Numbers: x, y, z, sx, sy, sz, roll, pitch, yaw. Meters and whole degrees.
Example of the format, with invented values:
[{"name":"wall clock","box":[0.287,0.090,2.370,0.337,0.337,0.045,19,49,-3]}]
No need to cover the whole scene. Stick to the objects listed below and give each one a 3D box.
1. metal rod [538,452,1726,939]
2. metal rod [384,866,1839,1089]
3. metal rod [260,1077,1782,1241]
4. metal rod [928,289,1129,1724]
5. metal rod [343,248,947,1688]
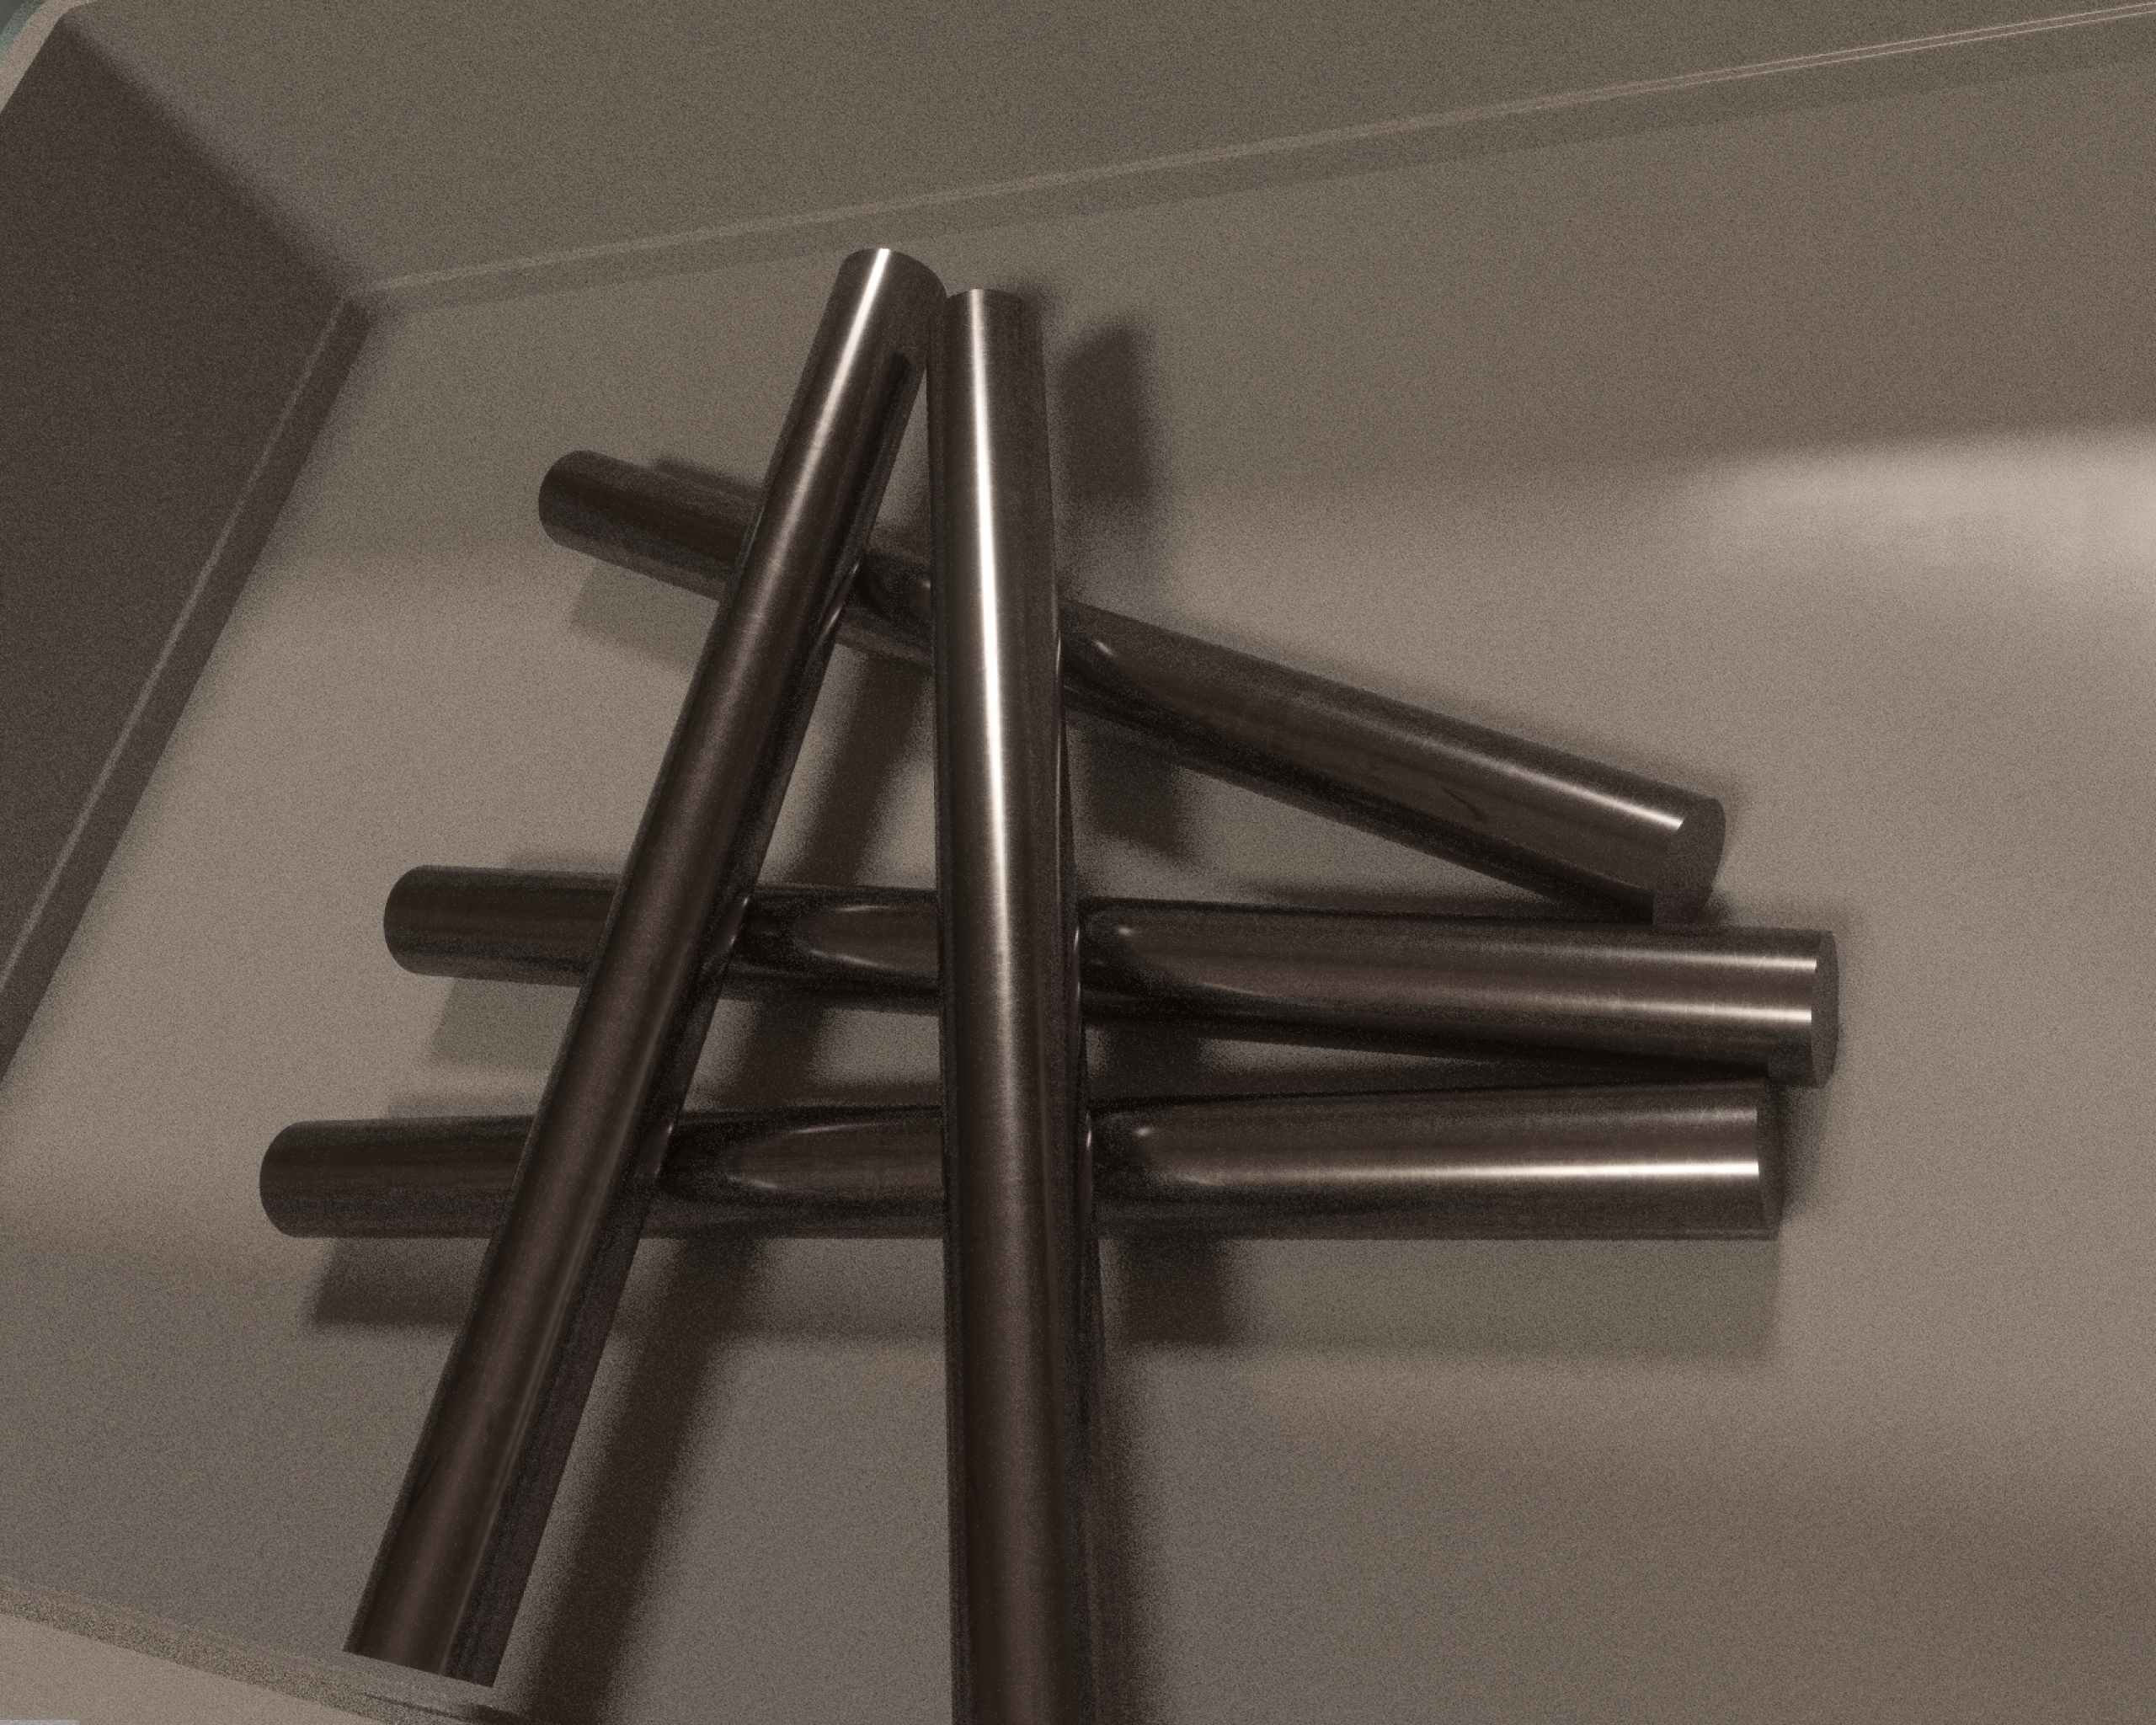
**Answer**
[{"name":"metal rod","box":[-0.011,-0.045,0.435,0.300,0.025,0.025,22,74,35]},{"name":"metal rod","box":[-0.015,0.018,0.399,0.300,0.025,0.025,2,63,28]},{"name":"metal rod","box":[-0.030,0.057,0.383,0.301,0.025,0.025,-5,60,25]},{"name":"metal rod","box":[-0.012,0.011,0.370,0.025,0.025,0.299,-16,55,19]},{"name":"metal rod","box":[-0.075,0.002,0.408,0.025,0.025,0.300,0,62,28]}]
